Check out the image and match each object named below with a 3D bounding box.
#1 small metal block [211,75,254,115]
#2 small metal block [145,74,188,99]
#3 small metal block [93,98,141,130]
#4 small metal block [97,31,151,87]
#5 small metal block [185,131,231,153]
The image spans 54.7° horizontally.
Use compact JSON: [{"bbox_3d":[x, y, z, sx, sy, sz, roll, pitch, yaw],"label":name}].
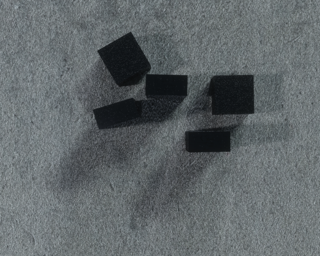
[{"bbox_3d":[0.096,-0.043,0.411,0.050,0.025,0.050,-1,90,0],"label":"small metal block"},{"bbox_3d":[0.008,-0.052,0.397,0.050,0.050,0.025,1,90,0],"label":"small metal block"},{"bbox_3d":[-0.053,-0.018,0.397,0.050,0.050,0.025,-17,90,0],"label":"small metal block"},{"bbox_3d":[-0.046,-0.090,0.409,0.050,0.025,0.050,-30,90,0],"label":"small metal block"},{"bbox_3d":[0.060,0.017,0.398,0.050,0.050,0.025,-1,90,0],"label":"small metal block"}]
